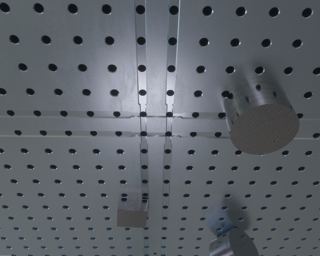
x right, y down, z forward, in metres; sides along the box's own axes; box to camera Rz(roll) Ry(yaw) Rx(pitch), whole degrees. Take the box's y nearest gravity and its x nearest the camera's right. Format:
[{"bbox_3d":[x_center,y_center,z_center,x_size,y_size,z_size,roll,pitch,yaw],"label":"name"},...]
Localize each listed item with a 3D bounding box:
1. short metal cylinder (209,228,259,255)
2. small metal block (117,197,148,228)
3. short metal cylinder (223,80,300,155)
[{"bbox_3d":[0.139,0.235,0.577,0.080,0.080,0.050,31,123,-24],"label":"short metal cylinder"},{"bbox_3d":[-0.048,0.147,0.537,0.050,0.025,0.050,4,130,-4],"label":"small metal block"},{"bbox_3d":[0.124,-0.013,0.386,0.081,0.050,0.079,0,130,0],"label":"short metal cylinder"}]
